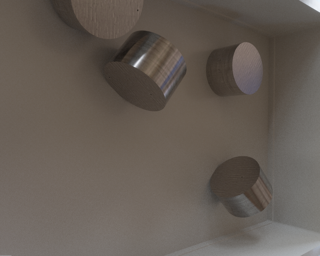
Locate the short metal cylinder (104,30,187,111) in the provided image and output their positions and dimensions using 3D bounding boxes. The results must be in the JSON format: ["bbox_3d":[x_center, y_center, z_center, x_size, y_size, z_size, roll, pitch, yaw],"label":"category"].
[{"bbox_3d":[-0.017,-0.064,0.358,0.080,0.080,0.050,47,62,-30],"label":"short metal cylinder"}]

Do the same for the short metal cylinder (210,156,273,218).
[{"bbox_3d":[0.126,0.090,0.479,0.080,0.080,0.050,-52,121,-27],"label":"short metal cylinder"}]

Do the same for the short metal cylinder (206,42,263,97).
[{"bbox_3d":[0.119,-0.091,0.493,0.081,0.050,0.079,0,90,-40],"label":"short metal cylinder"}]

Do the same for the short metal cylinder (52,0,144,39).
[{"bbox_3d":[-0.064,-0.137,0.321,0.081,0.050,0.079,-20,124,-33],"label":"short metal cylinder"}]
